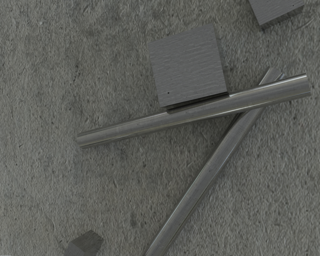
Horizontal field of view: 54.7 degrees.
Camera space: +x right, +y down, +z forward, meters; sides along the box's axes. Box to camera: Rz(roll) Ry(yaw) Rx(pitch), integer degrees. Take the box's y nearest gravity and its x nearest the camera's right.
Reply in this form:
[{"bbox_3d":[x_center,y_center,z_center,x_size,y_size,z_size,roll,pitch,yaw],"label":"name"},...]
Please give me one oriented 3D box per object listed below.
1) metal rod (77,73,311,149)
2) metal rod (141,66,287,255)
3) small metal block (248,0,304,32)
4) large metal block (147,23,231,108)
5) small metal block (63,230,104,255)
[{"bbox_3d":[0.021,-0.013,0.384,0.300,0.025,0.025,-14,86,25],"label":"metal rod"},{"bbox_3d":[0.059,0.059,0.387,0.025,0.025,0.299,35,101,16],"label":"metal rod"},{"bbox_3d":[0.132,-0.150,0.362,0.050,0.025,0.050,-22,83,18],"label":"small metal block"},{"bbox_3d":[0.038,-0.072,0.382,0.080,0.050,0.080,-12,86,19],"label":"large metal block"},{"bbox_3d":[-0.111,0.178,0.433,0.025,0.050,0.050,30,100,17],"label":"small metal block"}]
